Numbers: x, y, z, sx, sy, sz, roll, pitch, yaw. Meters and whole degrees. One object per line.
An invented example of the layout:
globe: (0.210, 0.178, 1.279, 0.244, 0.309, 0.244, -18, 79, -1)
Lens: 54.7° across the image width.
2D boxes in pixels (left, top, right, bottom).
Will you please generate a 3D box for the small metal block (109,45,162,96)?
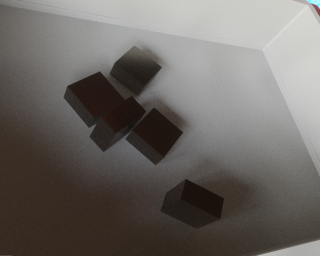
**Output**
small metal block: (-0.034, -0.081, 0.437, 0.050, 0.025, 0.050, 38, 51, -3)

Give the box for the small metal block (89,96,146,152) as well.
small metal block: (-0.050, -0.004, 0.365, 0.025, 0.050, 0.050, 47, 51, 4)

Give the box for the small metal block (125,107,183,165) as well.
small metal block: (-0.007, 0.010, 0.396, 0.050, 0.025, 0.050, 41, 51, 0)

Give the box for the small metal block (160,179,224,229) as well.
small metal block: (0.036, 0.088, 0.355, 0.050, 0.050, 0.025, 28, 52, -11)

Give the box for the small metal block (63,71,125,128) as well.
small metal block: (-0.081, -0.036, 0.384, 0.050, 0.025, 0.050, 49, 51, 6)
